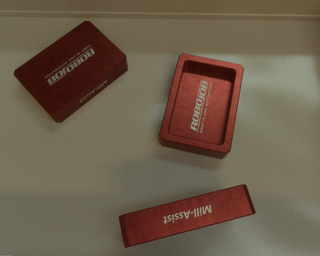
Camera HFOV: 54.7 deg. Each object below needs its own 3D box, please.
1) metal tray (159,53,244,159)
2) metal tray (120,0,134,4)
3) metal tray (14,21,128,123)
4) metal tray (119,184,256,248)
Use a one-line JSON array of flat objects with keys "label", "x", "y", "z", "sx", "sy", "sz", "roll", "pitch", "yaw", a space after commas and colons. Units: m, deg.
[{"label": "metal tray", "x": 0.057, "y": -0.031, "z": 0.418, "sx": 0.090, "sy": 0.030, "sz": 0.130, "roll": 12, "pitch": 70, "yaw": 4}, {"label": "metal tray", "x": -0.083, "y": -0.267, "z": 0.506, "sx": 0.130, "sy": 0.030, "sz": 0.090, "roll": 26, "pitch": 72, "yaw": 9}, {"label": "metal tray", "x": -0.122, "y": -0.081, "z": 0.436, "sx": 0.130, "sy": 0.030, "sz": 0.090, "roll": -41, "pitch": 75, "yaw": -14}, {"label": "metal tray", "x": 0.027, "y": 0.098, "z": 0.339, "sx": 0.131, "sy": 0.090, "sz": 0.030, "roll": -13, "pitch": 71, "yaw": -5}]
